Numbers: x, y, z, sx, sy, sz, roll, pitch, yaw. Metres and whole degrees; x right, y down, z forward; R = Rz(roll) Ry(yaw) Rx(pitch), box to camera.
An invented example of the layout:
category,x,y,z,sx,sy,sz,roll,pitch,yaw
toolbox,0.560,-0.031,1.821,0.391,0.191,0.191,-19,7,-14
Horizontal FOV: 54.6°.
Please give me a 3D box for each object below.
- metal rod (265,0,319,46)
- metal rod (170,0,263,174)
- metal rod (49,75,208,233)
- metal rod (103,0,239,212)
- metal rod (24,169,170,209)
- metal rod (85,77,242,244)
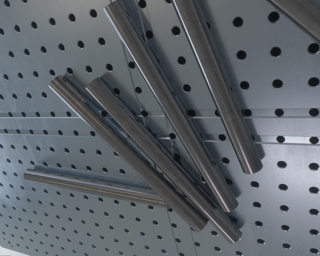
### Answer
category,x,y,z,sx,sy,sz,roll,pitch,yaw
metal rod,0.135,-0.099,0.278,0.300,0.025,0.025,40,129,0
metal rod,0.051,-0.078,0.336,0.025,0.025,0.299,-14,111,34
metal rod,-0.045,0.038,0.451,0.300,0.025,0.025,45,129,-1
metal rod,0.021,-0.017,0.389,0.025,0.025,0.299,-21,108,36
metal rod,-0.120,0.101,0.537,0.300,0.025,0.025,4,120,26
metal rod,0.009,0.049,0.437,0.300,0.025,0.025,47,129,-6
